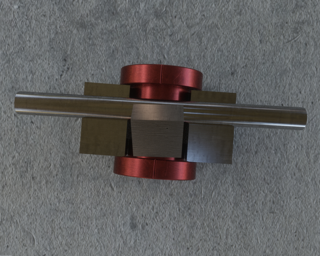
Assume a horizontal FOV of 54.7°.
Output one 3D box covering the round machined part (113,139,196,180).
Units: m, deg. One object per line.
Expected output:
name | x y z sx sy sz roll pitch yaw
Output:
round machined part | -0.005 0.037 0.374 0.099 0.098 0.042 5 85 0

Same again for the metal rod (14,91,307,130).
metal rod | 0.001 -0.018 0.331 0.302 0.025 0.025 3 90 0

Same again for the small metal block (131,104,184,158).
small metal block | -0.002 0.003 0.317 0.050 0.025 0.050 2 131 1

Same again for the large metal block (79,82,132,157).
large metal block | -0.061 -0.010 0.383 0.050 0.080 0.080 4 90 0

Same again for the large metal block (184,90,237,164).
large metal block | 0.057 -0.001 0.384 0.050 0.080 0.080 4 90 0

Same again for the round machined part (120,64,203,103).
round machined part | 0.001 -0.047 0.374 0.099 0.098 0.042 4 91 0
